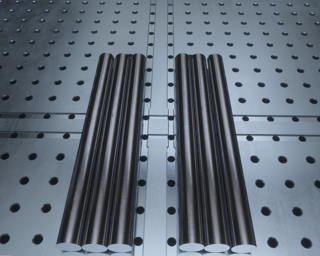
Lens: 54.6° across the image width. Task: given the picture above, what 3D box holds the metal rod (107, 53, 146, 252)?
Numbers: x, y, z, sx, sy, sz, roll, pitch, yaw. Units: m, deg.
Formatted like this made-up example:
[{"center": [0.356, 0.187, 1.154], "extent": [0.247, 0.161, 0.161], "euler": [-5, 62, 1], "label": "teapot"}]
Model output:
[{"center": [-0.037, 0.004, 0.403], "extent": [0.025, 0.025, 0.300], "euler": [1, 50, 1], "label": "metal rod"}]

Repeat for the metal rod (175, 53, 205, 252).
[{"center": [0.034, 0.004, 0.404], "extent": [0.025, 0.025, 0.300], "euler": [1, 50, 1], "label": "metal rod"}]

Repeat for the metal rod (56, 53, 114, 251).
[{"center": [-0.088, 0.004, 0.404], "extent": [0.025, 0.025, 0.300], "euler": [1, 50, 1], "label": "metal rod"}]

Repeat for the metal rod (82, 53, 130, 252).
[{"center": [-0.062, 0.004, 0.403], "extent": [0.025, 0.025, 0.300], "euler": [1, 50, 1], "label": "metal rod"}]

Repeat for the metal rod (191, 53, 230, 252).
[{"center": [0.059, 0.004, 0.404], "extent": [0.025, 0.025, 0.300], "euler": [1, 50, 1], "label": "metal rod"}]

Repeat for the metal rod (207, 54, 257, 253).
[{"center": [0.086, 0.005, 0.403], "extent": [0.025, 0.025, 0.300], "euler": [1, 50, 1], "label": "metal rod"}]
